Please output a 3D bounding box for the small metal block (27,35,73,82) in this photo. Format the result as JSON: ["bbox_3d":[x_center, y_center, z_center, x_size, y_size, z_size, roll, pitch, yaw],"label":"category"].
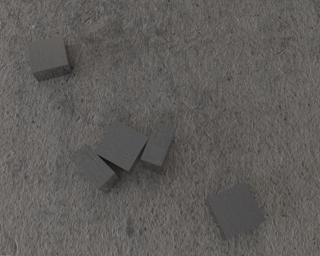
[{"bbox_3d":[-0.157,-0.099,0.443,0.050,0.025,0.050,-15,71,-6],"label":"small metal block"}]

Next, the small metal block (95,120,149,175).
[{"bbox_3d":[-0.048,0.025,0.398,0.050,0.025,0.050,28,72,9],"label":"small metal block"}]

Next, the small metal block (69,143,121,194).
[{"bbox_3d":[-0.077,0.051,0.376,0.050,0.050,0.025,42,76,14],"label":"small metal block"}]

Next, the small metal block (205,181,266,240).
[{"bbox_3d":[0.089,0.099,0.372,0.050,0.025,0.050,-23,72,-8],"label":"small metal block"}]

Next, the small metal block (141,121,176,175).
[{"bbox_3d":[-0.002,0.026,0.385,0.025,0.050,0.050,19,71,7],"label":"small metal block"}]
